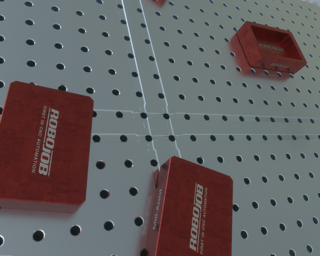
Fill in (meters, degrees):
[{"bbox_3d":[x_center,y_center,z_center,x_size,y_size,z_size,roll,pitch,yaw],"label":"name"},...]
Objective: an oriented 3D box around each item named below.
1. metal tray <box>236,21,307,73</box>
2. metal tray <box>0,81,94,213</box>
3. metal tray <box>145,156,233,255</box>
[{"bbox_3d":[0.225,-0.161,0.622,0.131,0.030,0.090,1,61,-28],"label":"metal tray"},{"bbox_3d":[-0.122,0.018,0.328,0.091,0.030,0.130,11,57,-22],"label":"metal tray"},{"bbox_3d":[0.038,0.106,0.360,0.090,0.030,0.130,22,54,-15],"label":"metal tray"}]
